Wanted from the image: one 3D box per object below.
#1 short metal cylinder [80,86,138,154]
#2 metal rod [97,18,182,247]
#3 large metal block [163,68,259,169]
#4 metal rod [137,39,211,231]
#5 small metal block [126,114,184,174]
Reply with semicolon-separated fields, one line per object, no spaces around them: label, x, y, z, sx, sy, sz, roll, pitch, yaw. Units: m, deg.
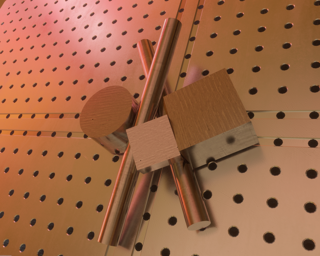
short metal cylinder;-0.062;-0.011;0.427;0.080;0.050;0.080;-13;57;20
metal rod;-0.021;-0.007;0.393;0.025;0.025;0.299;7;73;31
large metal block;0.058;-0.011;0.363;0.080;0.050;0.080;-24;53;13
metal rod;0.008;-0.015;0.409;0.025;0.025;0.299;-25;53;13
small metal block;-0.006;0.019;0.354;0.050;0.025;0.050;-20;69;6
